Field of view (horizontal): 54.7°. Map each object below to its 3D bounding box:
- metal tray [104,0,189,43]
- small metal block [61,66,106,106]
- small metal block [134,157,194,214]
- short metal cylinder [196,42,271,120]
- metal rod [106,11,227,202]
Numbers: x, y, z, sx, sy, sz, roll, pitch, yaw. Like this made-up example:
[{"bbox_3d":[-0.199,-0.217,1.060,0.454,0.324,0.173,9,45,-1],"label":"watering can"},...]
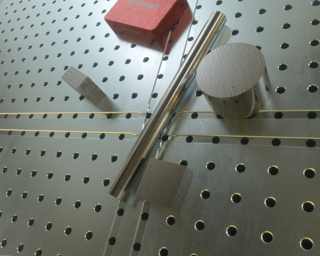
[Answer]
[{"bbox_3d":[-0.026,-0.203,0.542,0.130,0.030,0.090,27,76,36],"label":"metal tray"},{"bbox_3d":[-0.122,-0.067,0.495,0.050,0.050,0.025,33,80,38],"label":"small metal block"},{"bbox_3d":[0.005,0.067,0.363,0.050,0.025,0.050,10,67,32],"label":"small metal block"},{"bbox_3d":[0.091,-0.057,0.379,0.080,0.050,0.080,-13,56,20],"label":"short metal cylinder"},{"bbox_3d":[0.016,-0.040,0.423,0.025,0.025,0.300,19,71,35],"label":"metal rod"}]
